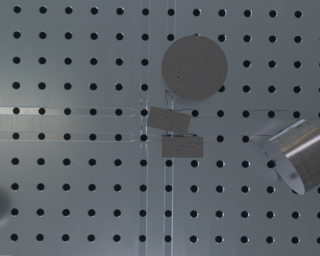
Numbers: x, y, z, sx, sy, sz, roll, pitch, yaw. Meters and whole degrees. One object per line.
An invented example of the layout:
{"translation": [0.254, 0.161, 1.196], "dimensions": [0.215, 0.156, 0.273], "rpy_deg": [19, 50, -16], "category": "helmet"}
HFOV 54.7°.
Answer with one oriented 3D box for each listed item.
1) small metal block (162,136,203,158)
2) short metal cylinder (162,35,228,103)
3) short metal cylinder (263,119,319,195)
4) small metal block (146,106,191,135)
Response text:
{"translation": [0.028, 0.023, 0.401], "dimensions": [0.050, 0.050, 0.025], "rpy_deg": [0, 90, 0], "category": "small metal block"}
{"translation": [0.042, -0.073, 0.401], "dimensions": [0.081, 0.050, 0.079], "rpy_deg": [0, 90, 0], "category": "short metal cylinder"}
{"translation": [0.175, 0.036, 0.387], "dimensions": [0.050, 0.080, 0.080], "rpy_deg": [-31, 90, 0], "category": "short metal cylinder"}
{"translation": [0.011, -0.009, 0.401], "dimensions": [0.050, 0.050, 0.025], "rpy_deg": [13, 90, 0], "category": "small metal block"}
